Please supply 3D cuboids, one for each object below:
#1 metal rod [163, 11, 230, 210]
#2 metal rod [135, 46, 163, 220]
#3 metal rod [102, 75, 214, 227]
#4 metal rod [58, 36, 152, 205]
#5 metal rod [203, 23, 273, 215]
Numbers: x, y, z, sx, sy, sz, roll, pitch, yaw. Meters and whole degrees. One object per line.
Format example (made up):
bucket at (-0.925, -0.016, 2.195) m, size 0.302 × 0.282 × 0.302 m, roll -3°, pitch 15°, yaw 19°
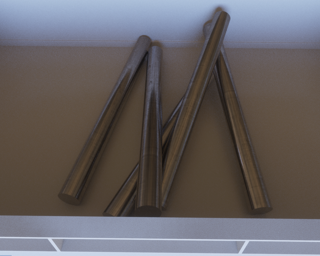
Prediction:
metal rod at (0.045, -0.041, 0.401) m, size 0.025 × 0.025 × 0.300 m, roll 15°, pitch 63°, yaw 12°
metal rod at (-0.009, -0.022, 0.398) m, size 0.025 × 0.025 × 0.300 m, roll 1°, pitch 42°, yaw 0°
metal rod at (0.020, -0.006, 0.409) m, size 0.025 × 0.025 × 0.301 m, roll 22°, pitch 53°, yaw 17°
metal rod at (-0.063, -0.033, 0.432) m, size 0.025 × 0.025 × 0.300 m, roll 11°, pitch 51°, yaw 9°
metal rod at (0.094, -0.035, 0.414) m, size 0.025 × 0.025 × 0.299 m, roll -4°, pitch 56°, yaw -3°
